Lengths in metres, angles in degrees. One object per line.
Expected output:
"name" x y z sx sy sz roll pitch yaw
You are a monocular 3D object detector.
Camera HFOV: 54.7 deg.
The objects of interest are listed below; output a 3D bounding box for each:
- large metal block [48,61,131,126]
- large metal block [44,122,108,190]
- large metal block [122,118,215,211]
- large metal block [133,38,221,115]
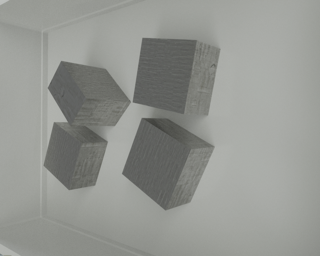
"large metal block" -0.104 -0.049 0.457 0.080 0.081 0.050 52 121 27
"large metal block" -0.139 0.043 0.506 0.080 0.050 0.079 30 108 36
"large metal block" 0.008 0.041 0.384 0.080 0.050 0.079 32 110 35
"large metal block" 0.019 -0.062 0.375 0.080 0.050 0.079 16 100 39
